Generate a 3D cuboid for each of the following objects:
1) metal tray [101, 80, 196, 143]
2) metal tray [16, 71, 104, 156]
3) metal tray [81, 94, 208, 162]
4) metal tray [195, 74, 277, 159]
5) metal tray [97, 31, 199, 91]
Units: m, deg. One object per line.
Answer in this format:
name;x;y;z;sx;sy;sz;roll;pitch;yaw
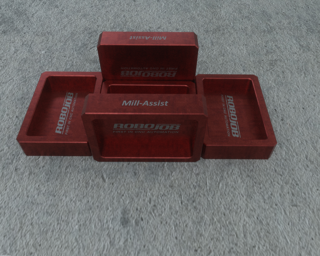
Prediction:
metal tray;-0.016;-0.024;0.421;0.131;0.030;0.090;1;50;0
metal tray;-0.126;-0.023;0.419;0.091;0.030;0.130;1;50;0
metal tray;-0.016;0.002;0.358;0.131;0.089;0.030;0;50;0
metal tray;0.095;-0.019;0.419;0.091;0.030;0.130;1;50;0
metal tray;-0.016;-0.089;0.437;0.131;0.089;0.030;0;50;-1
